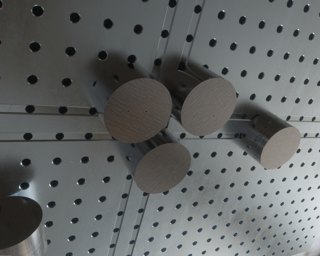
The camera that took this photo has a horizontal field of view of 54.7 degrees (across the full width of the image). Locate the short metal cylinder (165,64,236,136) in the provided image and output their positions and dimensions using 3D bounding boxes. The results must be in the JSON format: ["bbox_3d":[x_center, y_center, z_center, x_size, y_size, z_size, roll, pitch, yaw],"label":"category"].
[{"bbox_3d":[0.051,-0.036,0.402,0.081,0.050,0.079,-14,125,-21],"label":"short metal cylinder"}]

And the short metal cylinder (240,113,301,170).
[{"bbox_3d":[0.182,0.021,0.510,0.081,0.050,0.079,-14,125,-21],"label":"short metal cylinder"}]

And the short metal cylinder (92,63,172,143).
[{"bbox_3d":[-0.033,-0.029,0.360,0.081,0.050,0.079,-14,124,-21],"label":"short metal cylinder"}]

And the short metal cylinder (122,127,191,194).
[{"bbox_3d":[-0.006,0.042,0.419,0.081,0.050,0.079,-14,125,-21],"label":"short metal cylinder"}]

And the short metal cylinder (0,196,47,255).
[{"bbox_3d":[-0.176,0.125,0.358,0.081,0.080,0.050,-10,123,-24],"label":"short metal cylinder"}]
